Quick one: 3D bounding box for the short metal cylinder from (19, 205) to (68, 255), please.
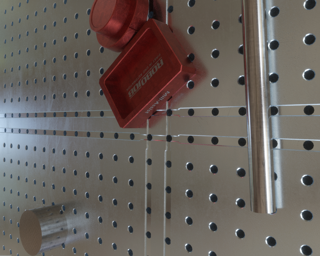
[{"bbox_3d":[-0.216,0.187,0.572,0.080,0.050,0.080,0,90,40],"label":"short metal cylinder"}]

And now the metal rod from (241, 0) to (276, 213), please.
[{"bbox_3d":[0.101,-0.064,0.325,0.025,0.025,0.298,-4,88,40],"label":"metal rod"}]

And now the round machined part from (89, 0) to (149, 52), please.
[{"bbox_3d":[-0.064,-0.161,0.438,0.098,0.042,0.098,-15,69,44],"label":"round machined part"}]

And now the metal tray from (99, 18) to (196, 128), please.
[{"bbox_3d":[-0.023,-0.070,0.425,0.129,0.030,0.090,-42,65,32],"label":"metal tray"}]
